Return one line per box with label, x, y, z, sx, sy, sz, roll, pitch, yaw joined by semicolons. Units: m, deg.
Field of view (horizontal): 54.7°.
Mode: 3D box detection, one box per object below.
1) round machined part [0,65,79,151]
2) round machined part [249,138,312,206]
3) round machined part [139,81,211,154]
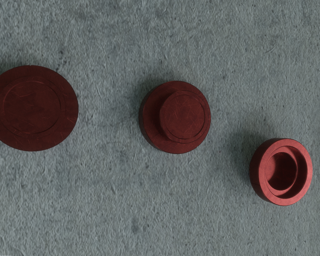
round machined part;-0.142;-0.022;0.348;0.099;0.042;0.097;0;90;-20
round machined part;0.174;0.063;0.464;0.099;0.042;0.097;0;90;-20
round machined part;0.025;-0.014;0.409;0.099;0.042;0.097;0;90;-20
